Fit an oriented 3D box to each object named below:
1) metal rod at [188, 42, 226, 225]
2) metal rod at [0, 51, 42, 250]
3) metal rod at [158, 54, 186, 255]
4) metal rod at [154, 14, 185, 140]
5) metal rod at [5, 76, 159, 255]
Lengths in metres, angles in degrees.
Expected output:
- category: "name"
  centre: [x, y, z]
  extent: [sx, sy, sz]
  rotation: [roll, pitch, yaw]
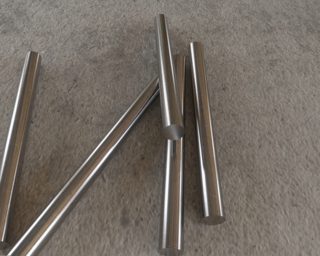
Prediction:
- category: "metal rod"
  centre: [0.058, -0.019, 0.419]
  extent: [0.025, 0.025, 0.300]
  rotation: [1, 50, 0]
- category: "metal rod"
  centre: [-0.182, 0.002, 0.399]
  extent: [0.025, 0.025, 0.300]
  rotation: [-6, 50, -5]
- category: "metal rod"
  centre: [0.020, 0.007, 0.397]
  extent: [0.025, 0.025, 0.300]
  rotation: [3, 50, 2]
- category: "metal rod"
  centre: [0.009, -0.097, 0.460]
  extent: [0.025, 0.025, 0.300]
  rotation: [-2, 43, -2]
- category: "metal rod"
  centre: [-0.072, 0.035, 0.372]
  extent: [0.025, 0.025, 0.301]
  rotation: [22, 53, 17]
